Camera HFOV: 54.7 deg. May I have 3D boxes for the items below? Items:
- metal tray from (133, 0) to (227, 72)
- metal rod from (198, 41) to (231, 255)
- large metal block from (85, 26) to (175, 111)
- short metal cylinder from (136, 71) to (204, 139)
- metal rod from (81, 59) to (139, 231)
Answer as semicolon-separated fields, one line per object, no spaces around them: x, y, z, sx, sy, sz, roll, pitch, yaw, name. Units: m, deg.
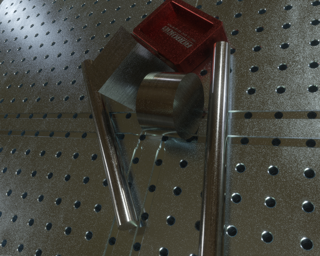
0.027;-0.145;0.478;0.090;0.030;0.130;-42;51;-2;metal tray
0.066;0.019;0.361;0.025;0.025;0.299;-6;59;25;metal rod
-0.041;-0.079;0.430;0.080;0.080;0.050;-48;50;13;large metal block
0.015;-0.029;0.382;0.050;0.080;0.080;9;66;32;short metal cylinder
-0.080;0.002;0.447;0.025;0.025;0.299;-29;52;9;metal rod
